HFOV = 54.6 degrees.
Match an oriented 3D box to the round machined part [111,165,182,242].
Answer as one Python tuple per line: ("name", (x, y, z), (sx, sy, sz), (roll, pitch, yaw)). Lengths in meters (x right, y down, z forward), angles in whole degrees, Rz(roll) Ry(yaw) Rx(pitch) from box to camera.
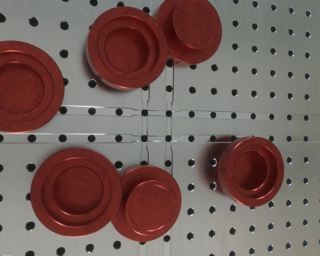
("round machined part", (-0.017, 0.098, 0.397), (0.099, 0.042, 0.097), (0, 90, -20))

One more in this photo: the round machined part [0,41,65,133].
("round machined part", (-0.159, -0.043, 0.345), (0.099, 0.042, 0.097), (0, 90, -20))

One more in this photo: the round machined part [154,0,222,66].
("round machined part", (0.042, -0.136, 0.418), (0.099, 0.042, 0.097), (0, 90, -20))

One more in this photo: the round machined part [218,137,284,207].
("round machined part", (0.126, 0.061, 0.450), (0.099, 0.042, 0.097), (0, 90, -20))

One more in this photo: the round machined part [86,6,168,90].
("round machined part", (-0.043, -0.096, 0.387), (0.099, 0.042, 0.097), (0, 90, -20))

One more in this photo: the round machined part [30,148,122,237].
("round machined part", (-0.094, 0.072, 0.362), (0.099, 0.042, 0.098), (0, 87, -8))
